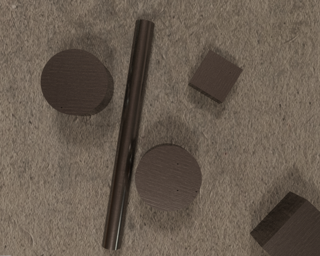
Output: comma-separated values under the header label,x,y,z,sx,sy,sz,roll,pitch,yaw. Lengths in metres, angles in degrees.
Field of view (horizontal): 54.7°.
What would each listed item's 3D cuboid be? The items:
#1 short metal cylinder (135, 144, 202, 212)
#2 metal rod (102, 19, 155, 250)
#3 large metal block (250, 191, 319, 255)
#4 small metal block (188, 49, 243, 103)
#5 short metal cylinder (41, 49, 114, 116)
label,x,y,z,sx,sy,sz,roll,pitch,yaw
short metal cylinder,0.010,0.061,0.398,0.081,0.050,0.079,0,90,-1
metal rod,-0.042,0.009,0.409,0.025,0.025,0.298,9,90,-1
large metal block,0.180,0.143,0.400,0.080,0.050,0.080,43,90,-1
small metal block,0.073,-0.067,0.411,0.050,0.025,0.050,32,90,-1
short metal cylinder,-0.103,-0.055,0.396,0.081,0.050,0.079,0,90,-1
